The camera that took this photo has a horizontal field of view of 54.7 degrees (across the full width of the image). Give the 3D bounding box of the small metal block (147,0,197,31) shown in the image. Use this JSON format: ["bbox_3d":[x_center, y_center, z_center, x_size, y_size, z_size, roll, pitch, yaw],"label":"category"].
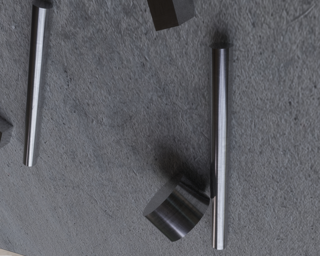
[{"bbox_3d":[0.010,-0.129,0.306,0.025,0.050,0.050,-4,117,30],"label":"small metal block"}]

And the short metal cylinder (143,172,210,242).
[{"bbox_3d":[0.022,0.107,0.426,0.050,0.080,0.080,44,129,-2],"label":"short metal cylinder"}]

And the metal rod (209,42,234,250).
[{"bbox_3d":[0.076,0.044,0.393,0.025,0.025,0.298,9,122,24],"label":"metal rod"}]

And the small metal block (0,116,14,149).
[{"bbox_3d":[-0.302,0.003,0.568,0.050,0.025,0.050,37,129,3],"label":"small metal block"}]

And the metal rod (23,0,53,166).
[{"bbox_3d":[-0.193,-0.047,0.479,0.025,0.025,0.298,30,128,9],"label":"metal rod"}]
